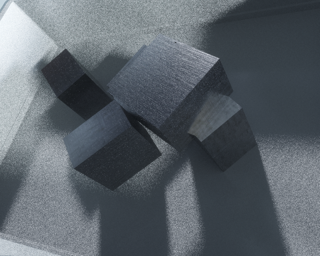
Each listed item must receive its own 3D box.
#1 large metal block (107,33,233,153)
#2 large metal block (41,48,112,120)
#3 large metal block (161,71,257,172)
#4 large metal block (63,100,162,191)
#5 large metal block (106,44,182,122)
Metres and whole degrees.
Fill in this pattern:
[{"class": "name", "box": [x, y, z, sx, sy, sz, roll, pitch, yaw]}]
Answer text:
[{"class": "large metal block", "box": [0.010, -0.036, 0.304, 0.080, 0.050, 0.080, -49, 51, -6]}, {"class": "large metal block", "box": [-0.124, -0.062, 0.474, 0.050, 0.080, 0.080, -42, 51, 0]}, {"class": "large metal block", "box": [0.055, -0.008, 0.347, 0.050, 0.080, 0.080, -40, 51, 1]}, {"class": "large metal block", "box": [-0.057, 0.024, 0.386, 0.080, 0.080, 0.050, -37, 51, 4]}, {"class": "large metal block", "box": [-0.013, -0.060, 0.433, 0.080, 0.050, 0.080, -49, 52, -7]}]
